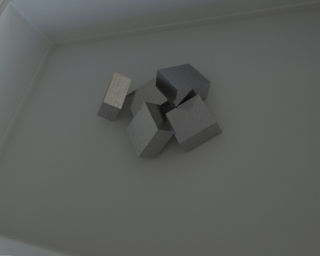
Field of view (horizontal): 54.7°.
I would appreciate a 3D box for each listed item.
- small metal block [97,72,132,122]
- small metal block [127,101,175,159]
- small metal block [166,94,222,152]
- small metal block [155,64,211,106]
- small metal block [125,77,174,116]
[{"bbox_3d":[-0.067,-0.044,0.446,0.050,0.025,0.050,138,151,-61],"label":"small metal block"},{"bbox_3d":[-0.013,0.003,0.392,0.050,0.025,0.050,-54,44,31],"label":"small metal block"},{"bbox_3d":[0.041,-0.006,0.385,0.050,0.025,0.050,-31,52,7],"label":"small metal block"},{"bbox_3d":[0.029,-0.058,0.408,0.050,0.025,0.050,-17,46,-26],"label":"small metal block"},{"bbox_3d":[-0.015,-0.034,0.431,0.050,0.025,0.050,-33,52,6],"label":"small metal block"}]
